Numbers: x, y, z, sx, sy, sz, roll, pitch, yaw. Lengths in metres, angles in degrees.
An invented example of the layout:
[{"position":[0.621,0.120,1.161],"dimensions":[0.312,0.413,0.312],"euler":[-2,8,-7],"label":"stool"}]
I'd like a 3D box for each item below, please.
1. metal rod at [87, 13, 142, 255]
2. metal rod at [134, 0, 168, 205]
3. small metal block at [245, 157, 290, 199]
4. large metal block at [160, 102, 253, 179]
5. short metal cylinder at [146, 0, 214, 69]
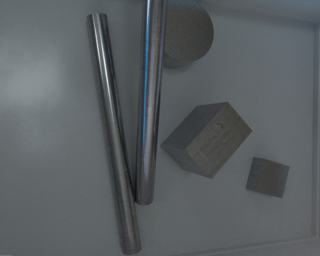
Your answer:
[{"position":[-0.057,0.010,0.390],"dimensions":[0.025,0.025,0.298],"euler":[-9,93,-20],"label":"metal rod"},{"position":[-0.011,-0.042,0.346],"dimensions":[0.025,0.025,0.298],"euler":[-5,115,-20],"label":"metal rod"},{"position":[0.165,0.076,0.473],"dimensions":[0.050,0.025,0.050],"euler":[17,84,-20],"label":"small metal block"},{"position":[0.057,0.014,0.404],"dimensions":[0.080,0.080,0.050],"euler":[-47,105,-14],"label":"large metal block"},{"position":[0.023,-0.122,0.407],"dimensions":[0.081,0.050,0.079],"euler":[0,90,-20],"label":"short metal cylinder"}]
